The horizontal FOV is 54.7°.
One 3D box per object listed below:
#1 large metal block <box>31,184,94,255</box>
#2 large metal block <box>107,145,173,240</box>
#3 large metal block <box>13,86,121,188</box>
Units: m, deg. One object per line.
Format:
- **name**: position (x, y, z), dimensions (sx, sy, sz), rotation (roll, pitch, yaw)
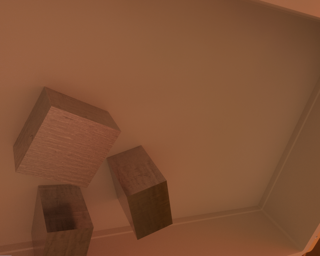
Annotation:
- **large metal block**: position (-0.124, 0.127, 0.383), dimensions (0.050, 0.080, 0.079), rotation (3, 117, -30)
- **large metal block**: position (-0.027, 0.083, 0.409), dimensions (0.050, 0.080, 0.079), rotation (-20, 126, -17)
- **large metal block**: position (-0.104, 0.012, 0.343), dimensions (0.080, 0.050, 0.080), rotation (23, 106, -37)
